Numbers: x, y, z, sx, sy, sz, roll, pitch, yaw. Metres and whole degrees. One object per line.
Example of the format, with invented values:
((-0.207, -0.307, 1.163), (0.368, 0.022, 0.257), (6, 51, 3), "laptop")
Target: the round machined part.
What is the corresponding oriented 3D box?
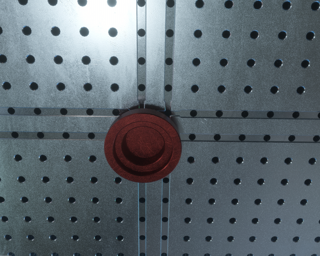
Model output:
((-0.022, 0.020, 0.412), (0.099, 0.042, 0.097), (0, 110, -1), "round machined part")
